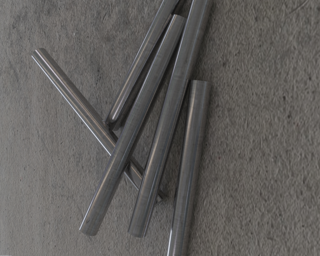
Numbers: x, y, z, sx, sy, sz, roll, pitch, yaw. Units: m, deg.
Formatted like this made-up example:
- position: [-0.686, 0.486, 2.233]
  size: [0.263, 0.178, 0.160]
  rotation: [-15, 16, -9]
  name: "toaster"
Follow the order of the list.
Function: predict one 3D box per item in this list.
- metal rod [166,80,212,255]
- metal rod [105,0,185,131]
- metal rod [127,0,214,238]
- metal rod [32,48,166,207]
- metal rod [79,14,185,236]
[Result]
- position: [0.029, 0.092, 0.380]
  size: [0.025, 0.025, 0.298]
  rotation: [13, 98, 39]
  name: "metal rod"
- position: [-0.005, -0.123, 0.409]
  size: [0.025, 0.025, 0.298]
  rotation: [44, 116, 31]
  name: "metal rod"
- position: [0.011, -0.011, 0.376]
  size: [0.025, 0.025, 0.298]
  rotation: [20, 97, 38]
  name: "metal rod"
- position: [-0.096, -0.009, 0.449]
  size: [0.300, 0.025, 0.025]
  rotation: [49, 119, 16]
  name: "metal rod"
- position: [-0.034, 0.001, 0.397]
  size: [0.025, 0.025, 0.299]
  rotation: [28, 97, 36]
  name: "metal rod"
